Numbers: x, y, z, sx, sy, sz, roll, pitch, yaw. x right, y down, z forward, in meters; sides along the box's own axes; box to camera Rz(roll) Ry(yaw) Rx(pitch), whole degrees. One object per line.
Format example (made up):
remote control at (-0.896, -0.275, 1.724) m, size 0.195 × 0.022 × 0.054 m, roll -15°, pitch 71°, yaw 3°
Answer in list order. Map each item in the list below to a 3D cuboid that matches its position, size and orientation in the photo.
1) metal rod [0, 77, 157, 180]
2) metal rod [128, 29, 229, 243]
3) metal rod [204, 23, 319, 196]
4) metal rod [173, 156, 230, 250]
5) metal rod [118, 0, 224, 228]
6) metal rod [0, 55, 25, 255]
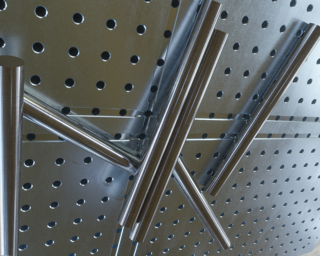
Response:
metal rod at (-0.100, 0.005, 0.359) m, size 0.025 × 0.025 × 0.301 m, roll -49°, pitch 129°, yaw 6°
metal rod at (0.020, 0.019, 0.409) m, size 0.025 × 0.025 × 0.298 m, roll 13°, pitch 104°, yaw -34°
metal rod at (0.155, -0.019, 0.482) m, size 0.025 × 0.025 × 0.299 m, roll 18°, pitch 109°, yaw -35°
metal rod at (0.070, 0.133, 0.530) m, size 0.025 × 0.025 × 0.299 m, roll -35°, pitch 129°, yaw -5°
metal rod at (0.008, -0.008, 0.388) m, size 0.025 × 0.025 × 0.298 m, roll 13°, pitch 105°, yaw -34°
metal rod at (-0.167, 0.066, 0.340) m, size 0.025 × 0.025 × 0.298 m, roll -1°, pitch 125°, yaw -28°
